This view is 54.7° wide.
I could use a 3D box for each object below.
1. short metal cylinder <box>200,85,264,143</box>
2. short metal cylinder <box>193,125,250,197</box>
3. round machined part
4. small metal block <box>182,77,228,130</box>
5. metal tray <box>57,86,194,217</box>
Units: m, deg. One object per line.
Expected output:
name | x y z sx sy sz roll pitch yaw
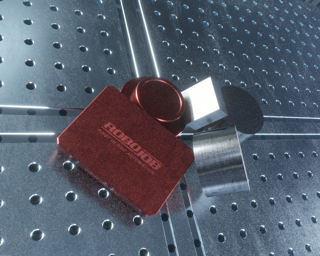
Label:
short metal cylinder | 0.102 -0.015 0.452 0.081 0.050 0.080 14 56 -21
short metal cylinder | 0.075 0.040 0.376 0.050 0.080 0.080 -13 60 14
round machined part | -0.007 -0.028 0.406 0.099 0.042 0.098 14 56 -21
small metal block | 0.057 -0.032 0.414 0.025 0.050 0.050 27 45 -48
metal tray | -0.036 0.026 0.350 0.130 0.030 0.090 39 66 -3
